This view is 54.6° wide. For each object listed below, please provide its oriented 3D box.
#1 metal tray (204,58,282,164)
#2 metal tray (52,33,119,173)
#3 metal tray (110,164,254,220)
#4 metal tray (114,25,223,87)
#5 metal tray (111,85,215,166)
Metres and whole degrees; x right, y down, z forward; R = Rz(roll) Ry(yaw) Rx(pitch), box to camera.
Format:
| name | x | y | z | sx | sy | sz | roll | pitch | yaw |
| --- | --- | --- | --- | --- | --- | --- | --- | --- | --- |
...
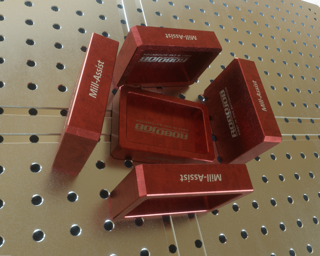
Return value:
| name | x | y | z | sx | sy | sz | roll | pitch | yaw |
| --- | --- | --- | --- | --- | --- | --- | --- | --- | --- |
| metal tray | 0.110 | -0.021 | 0.438 | 0.030 | 0.090 | 0.130 | 5 | 60 | -26 |
| metal tray | -0.081 | -0.028 | 0.339 | 0.030 | 0.090 | 0.130 | 17 | 55 | -18 |
| metal tray | 0.022 | 0.069 | 0.336 | 0.131 | 0.090 | 0.030 | 3 | 61 | -26 |
| metal tray | 0.009 | -0.094 | 0.428 | 0.131 | 0.090 | 0.030 | -7 | 65 | -31 |
| metal tray | 0.004 | 0.001 | 0.405 | 0.131 | 0.030 | 0.090 | 11 | 57 | -23 |
